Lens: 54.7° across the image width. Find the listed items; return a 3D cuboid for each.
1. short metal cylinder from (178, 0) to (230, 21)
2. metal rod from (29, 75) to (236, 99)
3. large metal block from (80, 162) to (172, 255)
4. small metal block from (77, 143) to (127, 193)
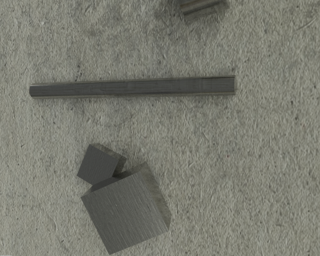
[{"bbox_3d":[0.048,-0.173,0.363,0.050,0.080,0.080,-12,86,20],"label":"short metal cylinder"},{"bbox_3d":[-0.050,-0.054,0.426,0.301,0.025,0.025,1,90,19],"label":"metal rod"},{"bbox_3d":[-0.040,0.100,0.395,0.080,0.050,0.080,-25,94,8],"label":"large metal block"},{"bbox_3d":[-0.082,0.055,0.438,0.050,0.025,0.050,26,99,18],"label":"small metal block"}]
